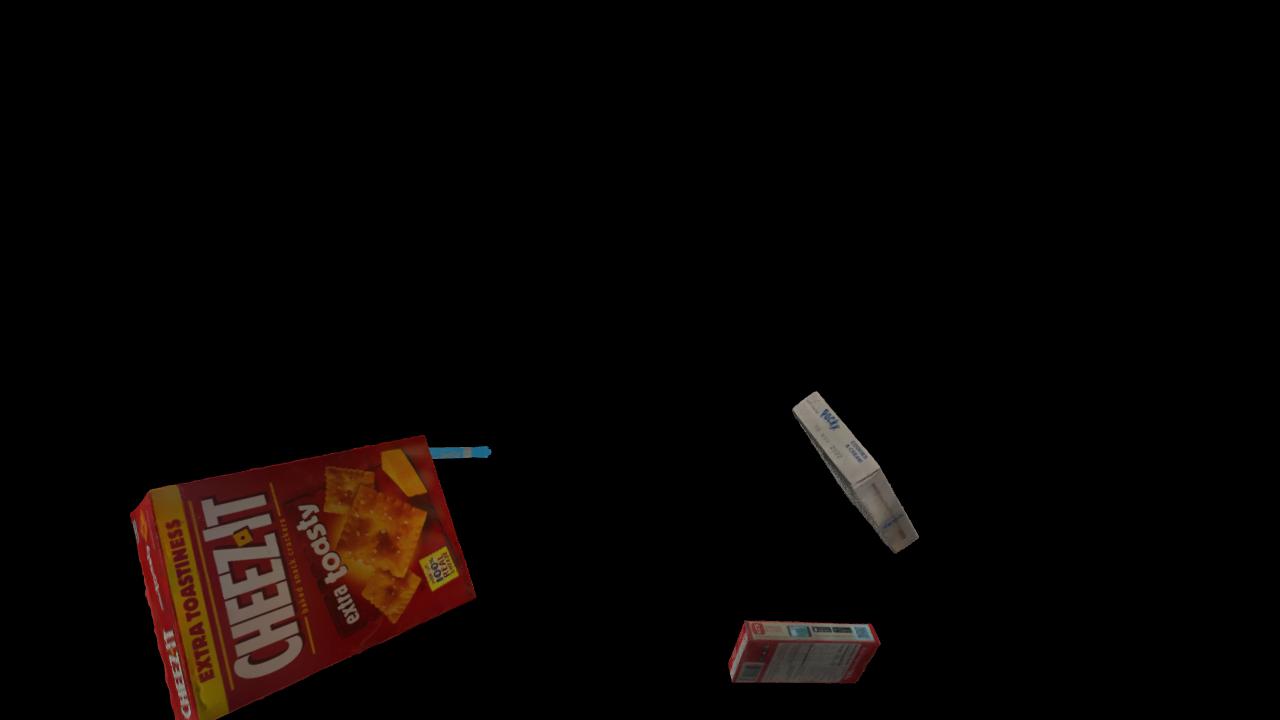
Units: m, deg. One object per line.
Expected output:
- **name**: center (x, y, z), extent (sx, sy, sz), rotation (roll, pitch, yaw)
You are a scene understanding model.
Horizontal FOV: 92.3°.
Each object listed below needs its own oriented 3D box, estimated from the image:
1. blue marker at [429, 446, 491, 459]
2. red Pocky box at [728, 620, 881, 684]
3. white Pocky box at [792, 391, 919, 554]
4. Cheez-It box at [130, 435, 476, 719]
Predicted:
- **blue marker**: center (-0.293, 0.145, 0.963), extent (0.121, 0.020, 0.020), rotation (-2, 0, 3)
- **red Pocky box**: center (0.183, 0.332, 0.697), extent (0.155, 0.083, 0.028), rotation (6, 31, -9)
- **white Pocky box**: center (0.175, 0.094, 0.495), extent (0.028, 0.084, 0.154), rotation (-37, -45, 6)
- **Cheez-It box**: center (-0.268, 0.166, 0.515), extent (0.071, 0.166, 0.223), rotation (-30, -14, 37)
